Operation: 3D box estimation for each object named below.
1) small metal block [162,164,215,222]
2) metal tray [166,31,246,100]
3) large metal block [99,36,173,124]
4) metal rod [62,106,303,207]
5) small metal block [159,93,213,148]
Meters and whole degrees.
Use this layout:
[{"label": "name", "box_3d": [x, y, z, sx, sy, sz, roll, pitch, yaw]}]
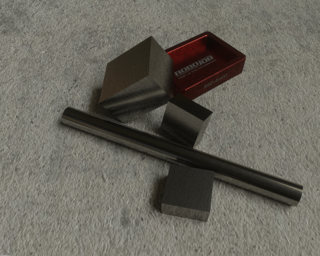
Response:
[{"label": "small metal block", "box_3d": [0.031, 0.071, 0.344, 0.050, 0.025, 0.050, 9, 51, 7]}, {"label": "metal tray", "box_3d": [0.056, -0.098, 0.482, 0.131, 0.030, 0.090, -30, 56, -23]}, {"label": "large metal block", "box_3d": [-0.029, -0.064, 0.416, 0.080, 0.050, 0.080, -24, 44, 28]}, {"label": "metal rod", "box_3d": [0.015, 0.029, 0.378, 0.301, 0.025, 0.025, 18, 52, 14]}, {"label": "small metal block", "box_3d": [0.032, -0.008, 0.388, 0.050, 0.050, 0.025, 31, 43, 17]}]
